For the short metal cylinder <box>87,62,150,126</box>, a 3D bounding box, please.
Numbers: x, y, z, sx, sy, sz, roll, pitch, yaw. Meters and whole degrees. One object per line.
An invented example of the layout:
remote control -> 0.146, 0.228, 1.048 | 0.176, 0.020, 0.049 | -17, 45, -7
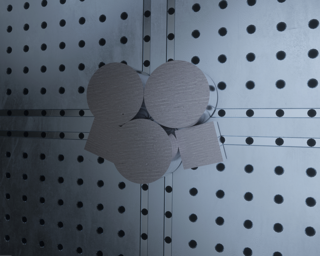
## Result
short metal cylinder -> -0.049, -0.043, 0.413 | 0.080, 0.050, 0.079 | 0, 90, 20

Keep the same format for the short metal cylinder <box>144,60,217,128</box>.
short metal cylinder -> 0.027, -0.040, 0.386 | 0.080, 0.050, 0.079 | 0, 90, 20

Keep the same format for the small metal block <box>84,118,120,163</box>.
small metal block -> -0.072, 0.015, 0.434 | 0.050, 0.025, 0.050 | 22, 97, 18

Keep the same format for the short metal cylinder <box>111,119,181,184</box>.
short metal cylinder -> -0.015, 0.028, 0.401 | 0.080, 0.050, 0.079 | 0, 90, 20

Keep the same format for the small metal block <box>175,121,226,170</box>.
small metal block -> 0.051, 0.022, 0.391 | 0.050, 0.025, 0.050 | -15, 85, 19
